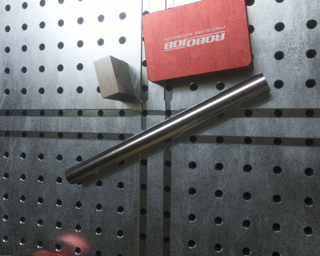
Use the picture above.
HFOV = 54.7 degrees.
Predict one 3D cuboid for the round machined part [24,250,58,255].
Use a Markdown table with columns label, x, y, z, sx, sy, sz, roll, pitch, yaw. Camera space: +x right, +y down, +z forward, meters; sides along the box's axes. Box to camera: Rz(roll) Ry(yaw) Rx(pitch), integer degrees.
| label | x | y | z | sx | sy | sz | roll | pitch | yaw |
| --- | --- | --- | --- | --- | --- | --- | --- | --- | --- |
| round machined part | -0.172 | 0.231 | 0.463 | 0.098 | 0.042 | 0.097 | 0 | 90 | 19 |

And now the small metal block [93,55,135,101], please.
| label | x | y | z | sx | sy | sz | roll | pitch | yaw |
| --- | --- | --- | --- | --- | --- | --- | --- | --- | --- |
| small metal block | -0.061 | -0.066 | 0.420 | 0.025 | 0.050 | 0.050 | -16 | 85 | 19 |

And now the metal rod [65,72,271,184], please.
| label | x | y | z | sx | sy | sz | roll | pitch | yaw |
| --- | --- | --- | --- | --- | --- | --- | --- | --- | --- |
| metal rod | -0.003 | 0.008 | 0.412 | 0.300 | 0.025 | 0.025 | -26 | 82 | 17 |

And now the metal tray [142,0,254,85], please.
| label | x | y | z | sx | sy | sz | roll | pitch | yaw |
| --- | --- | --- | --- | --- | --- | --- | --- | --- | --- |
| metal tray | 0.046 | -0.109 | 0.393 | 0.130 | 0.030 | 0.089 | -7 | 88 | 19 |
